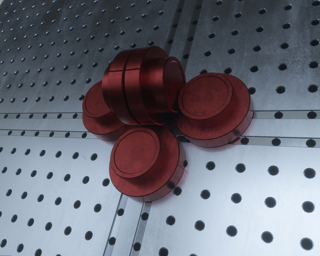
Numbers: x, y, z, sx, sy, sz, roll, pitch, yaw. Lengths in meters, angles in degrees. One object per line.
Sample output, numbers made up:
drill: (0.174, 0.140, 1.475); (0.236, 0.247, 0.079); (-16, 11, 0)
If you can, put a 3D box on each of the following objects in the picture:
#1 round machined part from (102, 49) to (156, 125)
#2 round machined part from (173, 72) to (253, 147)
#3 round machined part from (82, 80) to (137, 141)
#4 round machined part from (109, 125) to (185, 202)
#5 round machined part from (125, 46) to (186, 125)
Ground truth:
round machined part: (-0.038, -0.053, 0.404); (0.042, 0.098, 0.098); (1, 62, 29)
round machined part: (0.061, -0.029, 0.381); (0.098, 0.042, 0.098); (-13, 56, 20)
round machined part: (-0.074, -0.034, 0.455); (0.098, 0.042, 0.098); (-13, 56, 20)
round machined part: (-0.022, 0.038, 0.384); (0.098, 0.042, 0.098); (-13, 56, 20)
round machined part: (0.001, -0.053, 0.385); (0.042, 0.098, 0.098); (-1, 62, 28)
